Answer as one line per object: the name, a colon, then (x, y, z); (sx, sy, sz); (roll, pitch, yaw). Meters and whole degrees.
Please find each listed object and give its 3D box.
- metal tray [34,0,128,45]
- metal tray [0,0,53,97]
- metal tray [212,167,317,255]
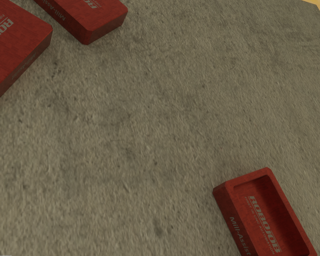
metal tray: (-0.123, -0.189, 0.451); (0.130, 0.030, 0.090); (42, 51, 0)
metal tray: (-0.197, -0.095, 0.353); (0.090, 0.030, 0.130); (30, 52, -9)
metal tray: (0.135, 0.123, 0.399); (0.091, 0.030, 0.130); (-11, 67, -33)
